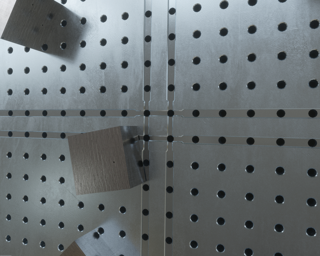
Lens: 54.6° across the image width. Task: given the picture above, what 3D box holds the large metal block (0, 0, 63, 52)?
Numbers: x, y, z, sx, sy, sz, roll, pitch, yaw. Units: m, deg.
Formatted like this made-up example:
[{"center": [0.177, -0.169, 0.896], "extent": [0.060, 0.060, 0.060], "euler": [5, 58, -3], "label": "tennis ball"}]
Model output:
[{"center": [-0.203, -0.168, 0.456], "extent": [0.050, 0.080, 0.080], "euler": [31, 100, 17], "label": "large metal block"}]

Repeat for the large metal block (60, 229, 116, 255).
[{"center": [-0.106, 0.207, 0.437], "extent": [0.080, 0.050, 0.080], "euler": [47, 104, 14], "label": "large metal block"}]

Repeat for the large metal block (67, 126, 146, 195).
[{"center": [-0.072, 0.043, 0.425], "extent": [0.080, 0.050, 0.080], "euler": [-11, 86, 19], "label": "large metal block"}]
